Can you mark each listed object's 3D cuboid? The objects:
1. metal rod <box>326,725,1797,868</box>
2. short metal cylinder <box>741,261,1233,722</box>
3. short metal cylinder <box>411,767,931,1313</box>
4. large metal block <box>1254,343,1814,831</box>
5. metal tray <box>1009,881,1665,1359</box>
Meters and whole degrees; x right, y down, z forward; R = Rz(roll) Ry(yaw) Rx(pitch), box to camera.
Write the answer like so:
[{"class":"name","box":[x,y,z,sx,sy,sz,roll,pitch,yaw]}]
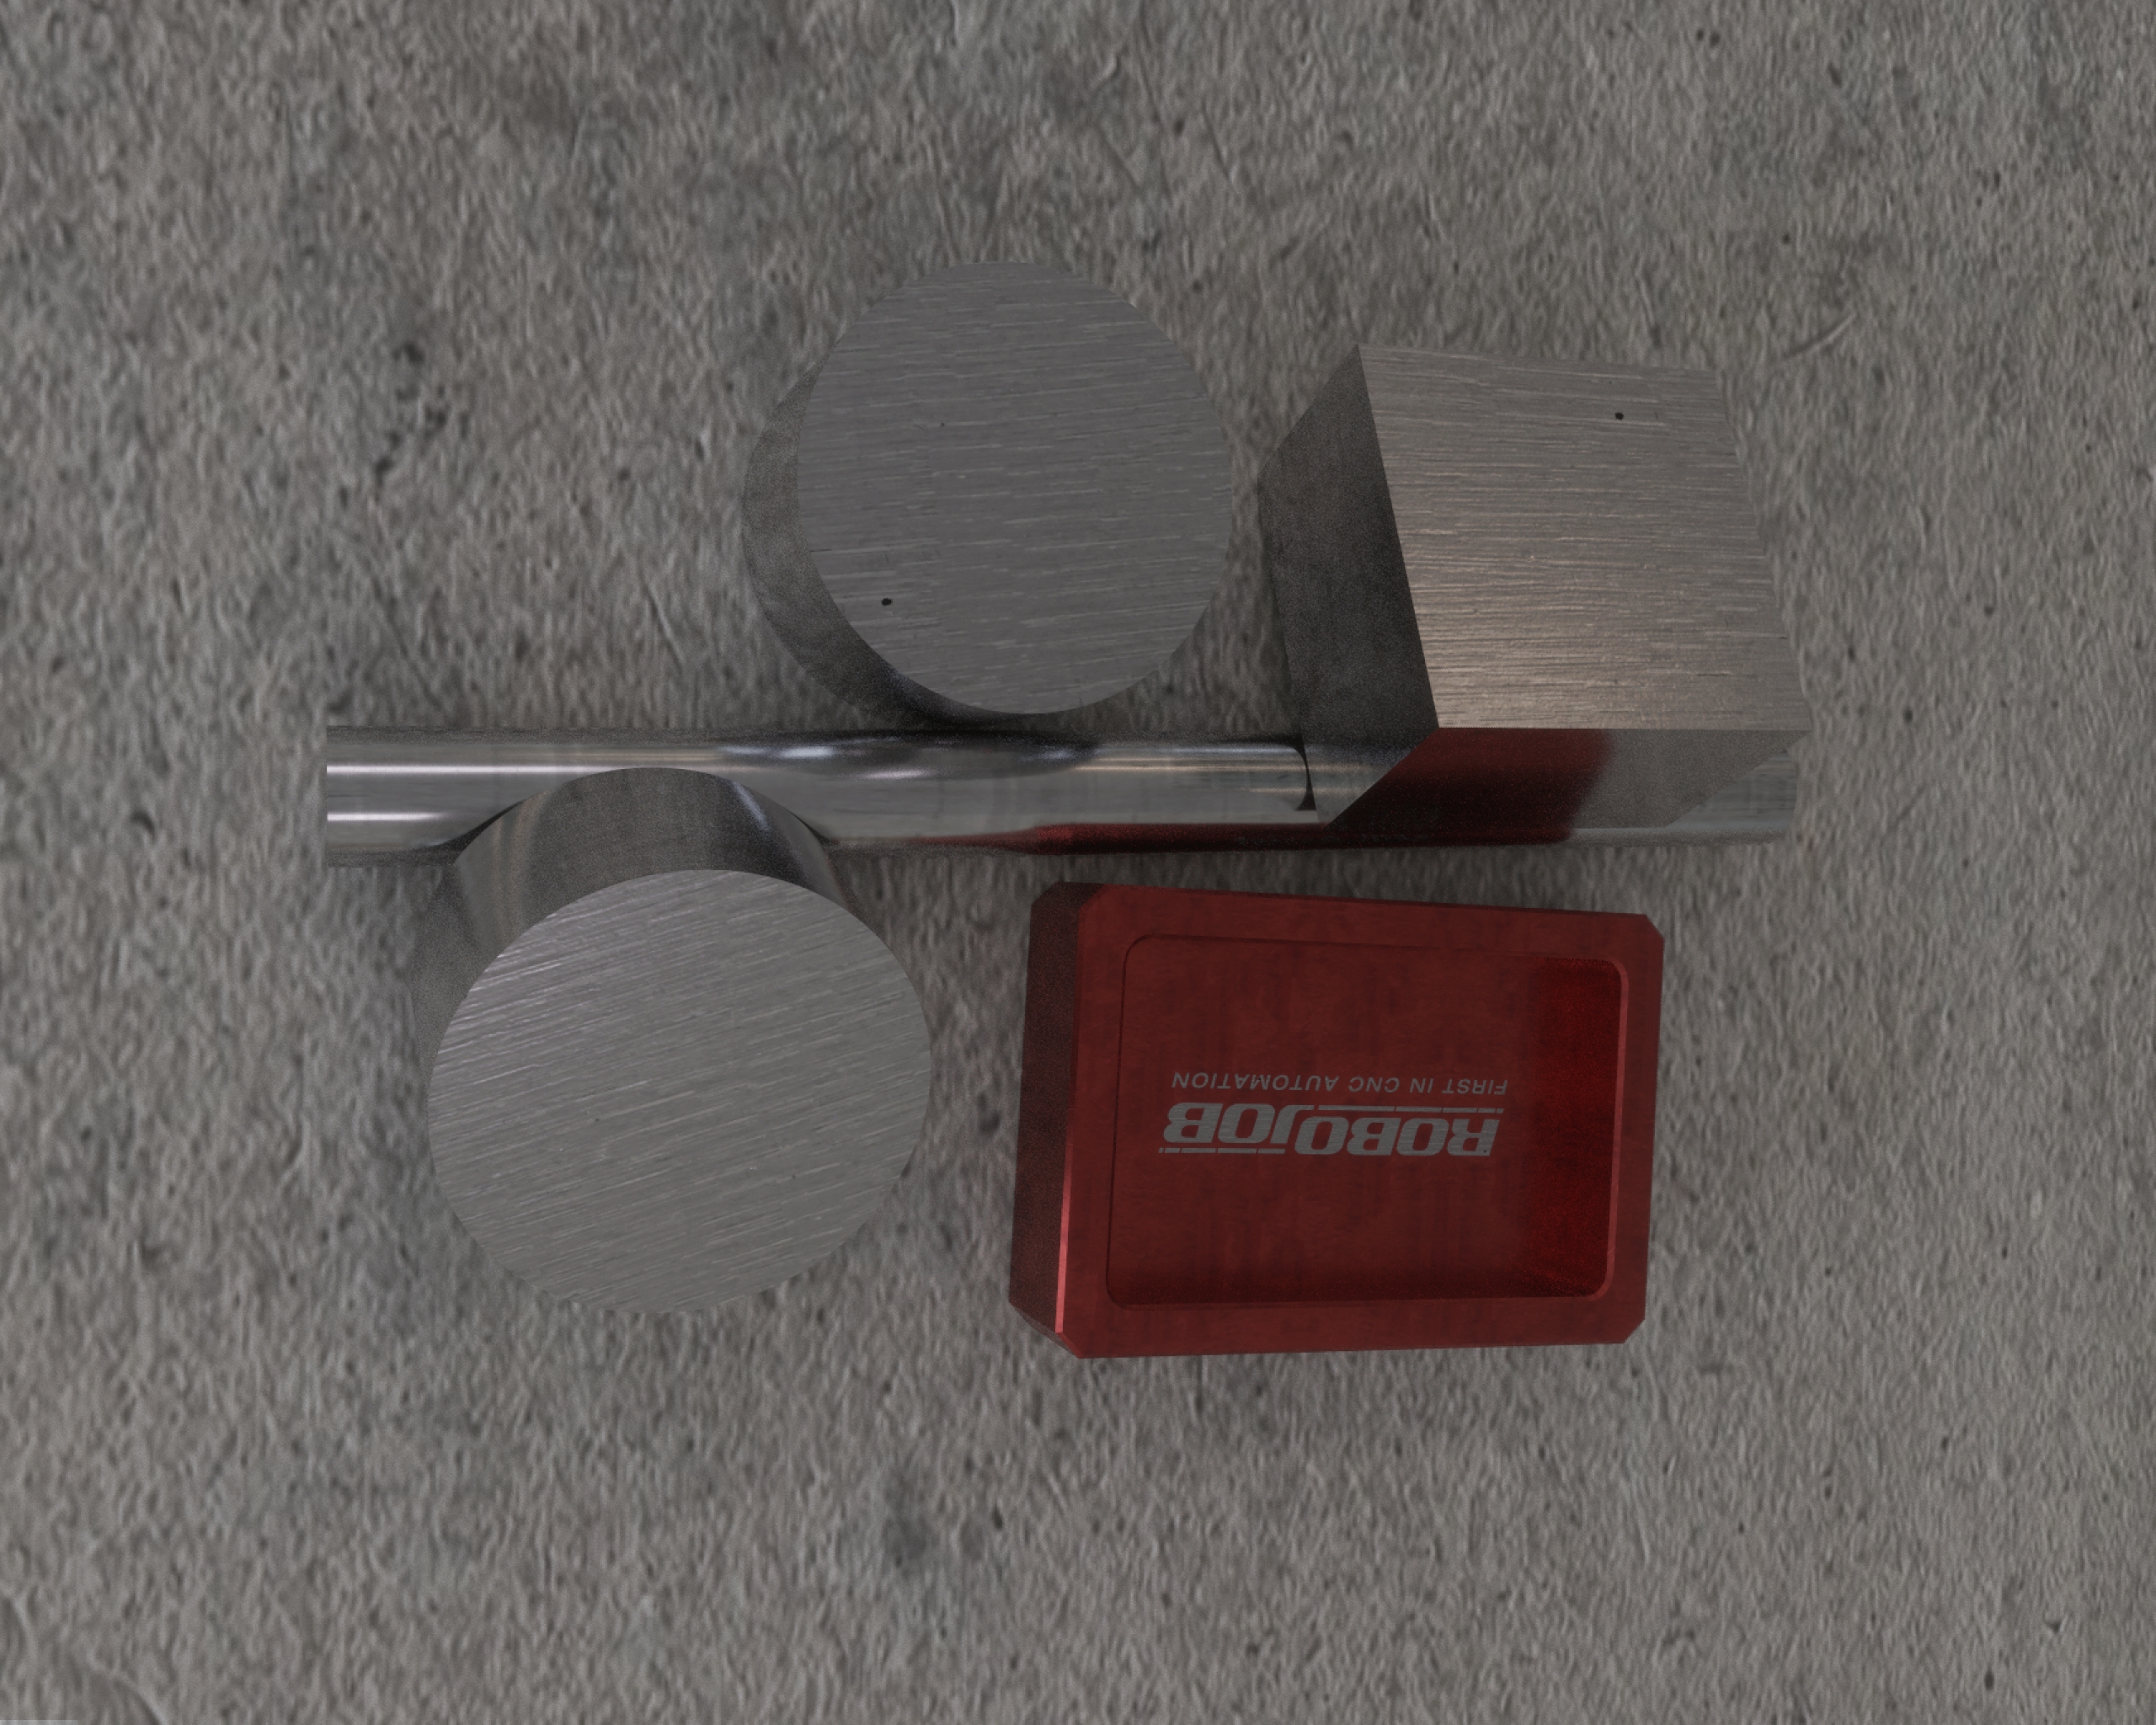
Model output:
[{"class":"metal rod","box":[0.011,-0.014,0.416,0.303,0.025,0.025,-1,91,-20]},{"class":"short metal cylinder","box":[-0.018,-0.066,0.390,0.081,0.050,0.080,0,90,-20]},{"class":"short metal cylinder","box":[-0.071,0.029,0.358,0.081,0.050,0.079,-8,113,-18]},{"class":"large metal block","box":[0.088,-0.053,0.416,0.081,0.050,0.080,-1,69,-20]},{"class":"metal tray","box":[0.055,0.052,0.427,0.131,0.030,0.089,4,89,-20]}]
